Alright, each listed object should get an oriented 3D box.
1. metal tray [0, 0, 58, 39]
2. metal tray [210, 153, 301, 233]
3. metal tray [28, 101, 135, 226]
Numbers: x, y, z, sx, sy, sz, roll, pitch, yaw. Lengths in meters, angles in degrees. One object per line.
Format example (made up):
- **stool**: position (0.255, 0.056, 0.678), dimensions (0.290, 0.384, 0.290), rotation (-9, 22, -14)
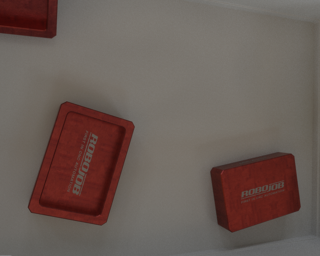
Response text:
- **metal tray**: position (-0.173, -0.143, 0.313), dimensions (0.131, 0.089, 0.030), rotation (1, 49, -20)
- **metal tray**: position (0.145, 0.092, 0.463), dimensions (0.131, 0.030, 0.089), rotation (-10, 94, -20)
- **metal tray**: position (-0.093, 0.043, 0.374), dimensions (0.091, 0.030, 0.129), rotation (18, 84, -20)
